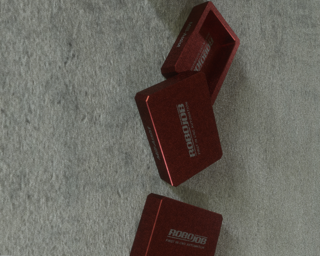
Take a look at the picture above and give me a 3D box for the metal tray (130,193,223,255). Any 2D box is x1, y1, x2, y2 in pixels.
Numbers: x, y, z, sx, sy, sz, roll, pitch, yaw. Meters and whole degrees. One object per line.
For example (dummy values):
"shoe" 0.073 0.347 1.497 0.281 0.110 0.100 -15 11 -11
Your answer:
"metal tray" 0.028 0.150 0.427 0.131 0.030 0.090 27 73 -37

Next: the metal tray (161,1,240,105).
"metal tray" 0.064 -0.107 0.456 0.090 0.030 0.130 40 66 -33

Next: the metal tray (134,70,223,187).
"metal tray" 0.029 0.000 0.406 0.091 0.030 0.129 -28 115 -24
